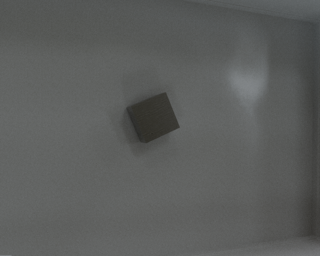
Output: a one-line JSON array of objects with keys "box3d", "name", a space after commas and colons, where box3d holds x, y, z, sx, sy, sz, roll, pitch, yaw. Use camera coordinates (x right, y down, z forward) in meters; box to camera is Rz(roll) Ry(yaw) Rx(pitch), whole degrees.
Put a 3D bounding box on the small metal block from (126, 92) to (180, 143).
[{"box3d": [-0.009, -0.014, 0.404, 0.050, 0.025, 0.050, -25, 99, -19], "name": "small metal block"}]
